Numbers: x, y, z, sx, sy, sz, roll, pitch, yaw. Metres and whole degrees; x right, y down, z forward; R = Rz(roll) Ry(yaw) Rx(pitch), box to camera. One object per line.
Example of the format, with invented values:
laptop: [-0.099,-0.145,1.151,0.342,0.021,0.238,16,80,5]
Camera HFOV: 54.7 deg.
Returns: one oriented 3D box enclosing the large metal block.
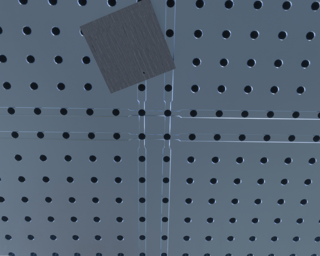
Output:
large metal block: [-0.034,-0.097,0.364,0.080,0.050,0.080,-20,109,7]
